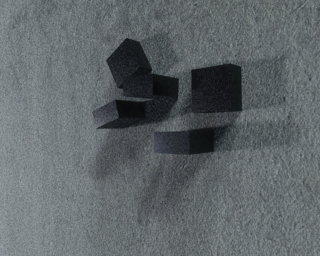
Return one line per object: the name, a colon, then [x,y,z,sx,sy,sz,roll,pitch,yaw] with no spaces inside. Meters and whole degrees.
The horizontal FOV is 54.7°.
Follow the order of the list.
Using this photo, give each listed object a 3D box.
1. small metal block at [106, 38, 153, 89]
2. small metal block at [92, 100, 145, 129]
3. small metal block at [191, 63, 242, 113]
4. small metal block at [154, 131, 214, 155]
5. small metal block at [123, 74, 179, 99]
small metal block: [-0.045,-0.090,0.442,0.050,0.025,0.050,-37,67,34]
small metal block: [-0.058,-0.018,0.437,0.050,0.050,0.025,-22,77,38]
small metal block: [0.064,-0.043,0.352,0.050,0.025,0.050,-1,89,40]
small metal block: [0.028,0.016,0.365,0.050,0.050,0.025,-1,89,40]
small metal block: [-0.011,-0.052,0.398,0.050,0.050,0.025,2,92,40]
